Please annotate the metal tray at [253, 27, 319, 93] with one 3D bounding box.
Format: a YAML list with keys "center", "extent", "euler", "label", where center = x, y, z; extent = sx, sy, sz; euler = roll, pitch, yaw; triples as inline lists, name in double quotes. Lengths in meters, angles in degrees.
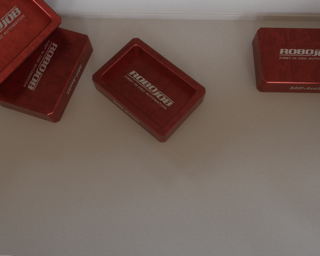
- center: [0.205, -0.097, 0.444]
  extent: [0.131, 0.030, 0.090]
  euler: [1, 70, 0]
  label: "metal tray"

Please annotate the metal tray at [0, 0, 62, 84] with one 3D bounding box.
- center: [-0.204, -0.124, 0.393]
  extent: [0.090, 0.030, 0.130]
  euler: [44, 72, -24]
  label: "metal tray"

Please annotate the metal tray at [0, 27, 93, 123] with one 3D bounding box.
- center: [-0.162, -0.081, 0.435]
  extent: [0.090, 0.030, 0.130]
  euler: [17, 71, 6]
  label: "metal tray"

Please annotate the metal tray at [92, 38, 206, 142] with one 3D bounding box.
- center: [-0.015, -0.054, 0.426]
  extent: [0.130, 0.030, 0.090]
  euler: [39, 74, 13]
  label: "metal tray"
